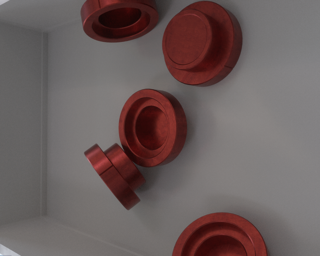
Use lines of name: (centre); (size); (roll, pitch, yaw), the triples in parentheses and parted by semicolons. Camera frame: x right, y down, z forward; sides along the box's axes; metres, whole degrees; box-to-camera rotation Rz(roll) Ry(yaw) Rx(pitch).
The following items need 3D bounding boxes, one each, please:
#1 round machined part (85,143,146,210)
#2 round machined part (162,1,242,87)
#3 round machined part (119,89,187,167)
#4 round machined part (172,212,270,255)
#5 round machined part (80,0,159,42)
round machined part: (-0.056, 0.059, 0.419); (0.042, 0.098, 0.098); (-37, 60, -11)
round machined part: (0.041, -0.099, 0.362); (0.098, 0.042, 0.097); (0, 90, 40)
round machined part: (-0.005, 0.000, 0.400); (0.098, 0.042, 0.097); (0, 90, 40)
round machined part: (0.065, 0.142, 0.320); (0.098, 0.042, 0.098); (-18, 40, 16)
round machined part: (-0.054, -0.154, 0.404); (0.098, 0.099, 0.042); (-20, 78, 38)
